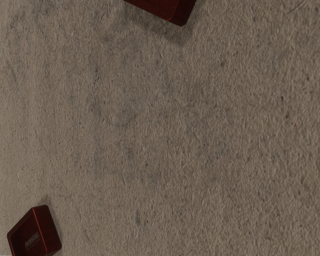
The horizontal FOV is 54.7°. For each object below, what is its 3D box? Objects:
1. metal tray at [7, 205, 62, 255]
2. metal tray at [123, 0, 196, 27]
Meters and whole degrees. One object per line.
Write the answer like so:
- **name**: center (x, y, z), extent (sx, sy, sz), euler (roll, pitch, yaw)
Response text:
- **metal tray**: center (-0.248, 0.219, 0.601), extent (0.129, 0.030, 0.090), euler (-43, 65, 31)
- **metal tray**: center (-0.004, -0.198, 0.403), extent (0.130, 0.030, 0.089), euler (37, 113, 33)
